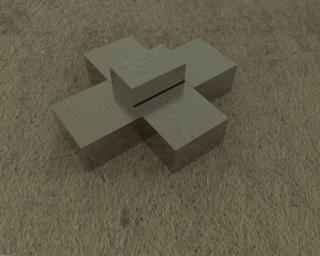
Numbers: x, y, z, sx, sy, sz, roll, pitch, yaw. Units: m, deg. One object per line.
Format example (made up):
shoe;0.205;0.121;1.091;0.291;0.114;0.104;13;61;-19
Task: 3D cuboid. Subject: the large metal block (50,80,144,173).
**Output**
large metal block;-0.077;-0.005;0.390;0.081;0.050;0.080;-30;56;-23

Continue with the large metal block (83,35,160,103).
large metal block;-0.053;-0.083;0.457;0.081;0.050;0.080;-30;56;-23

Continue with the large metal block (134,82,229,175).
large metal block;0.025;-0.002;0.390;0.081;0.050;0.080;-30;56;-23

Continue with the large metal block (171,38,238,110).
large metal block;0.051;-0.079;0.454;0.081;0.050;0.080;-30;56;-23

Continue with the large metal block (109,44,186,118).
large metal block;-0.015;-0.053;0.413;0.081;0.080;0.050;-30;56;-23
